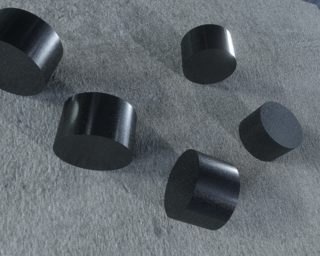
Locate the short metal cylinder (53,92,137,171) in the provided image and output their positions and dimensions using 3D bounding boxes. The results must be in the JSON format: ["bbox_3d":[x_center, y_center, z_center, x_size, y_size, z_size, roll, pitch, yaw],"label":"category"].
[{"bbox_3d":[-0.067,0.006,0.330,0.081,0.080,0.050,16,55,-20],"label":"short metal cylinder"}]

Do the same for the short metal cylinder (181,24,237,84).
[{"bbox_3d":[0.074,-0.112,0.479,0.081,0.080,0.050,12,57,-22],"label":"short metal cylinder"}]

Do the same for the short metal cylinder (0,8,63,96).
[{"bbox_3d":[-0.154,-0.080,0.335,0.080,0.080,0.050,24,53,-14],"label":"short metal cylinder"}]

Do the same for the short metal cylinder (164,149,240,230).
[{"bbox_3d":[0.045,0.070,0.352,0.050,0.080,0.080,21,54,-16],"label":"short metal cylinder"}]

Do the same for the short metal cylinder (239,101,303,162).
[{"bbox_3d":[0.171,0.006,0.479,0.081,0.050,0.080,14,56,-21],"label":"short metal cylinder"}]
